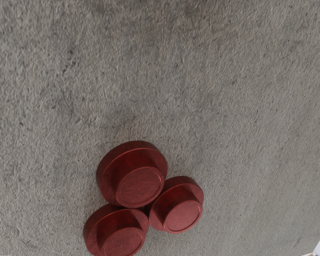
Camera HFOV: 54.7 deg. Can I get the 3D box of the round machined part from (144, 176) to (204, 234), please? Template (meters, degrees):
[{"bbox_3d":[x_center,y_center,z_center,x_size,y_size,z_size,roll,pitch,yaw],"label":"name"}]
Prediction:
[{"bbox_3d":[0.028,0.128,0.490,0.099,0.042,0.097,-14,124,-21],"label":"round machined part"}]

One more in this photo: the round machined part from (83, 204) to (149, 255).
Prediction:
[{"bbox_3d":[-0.061,0.159,0.461,0.099,0.042,0.097,-14,124,-21],"label":"round machined part"}]

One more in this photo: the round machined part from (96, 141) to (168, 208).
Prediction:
[{"bbox_3d":[-0.033,0.069,0.420,0.099,0.042,0.097,-14,124,-21],"label":"round machined part"}]
